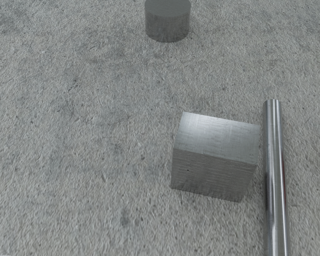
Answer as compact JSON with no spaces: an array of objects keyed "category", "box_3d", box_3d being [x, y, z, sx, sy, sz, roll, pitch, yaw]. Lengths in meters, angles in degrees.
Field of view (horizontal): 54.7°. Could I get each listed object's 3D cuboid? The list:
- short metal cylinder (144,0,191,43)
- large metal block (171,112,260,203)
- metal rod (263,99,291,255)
[{"category":"short metal cylinder","box_3d":[0.013,-0.197,0.553,0.081,0.050,0.080,0,50,0]},{"category":"large metal block","box_3d":[0.058,0.034,0.340,0.080,0.080,0.050,11,51,8]},{"category":"metal rod","box_3d":[0.125,0.081,0.336,0.025,0.025,0.300,9,50,7]}]
